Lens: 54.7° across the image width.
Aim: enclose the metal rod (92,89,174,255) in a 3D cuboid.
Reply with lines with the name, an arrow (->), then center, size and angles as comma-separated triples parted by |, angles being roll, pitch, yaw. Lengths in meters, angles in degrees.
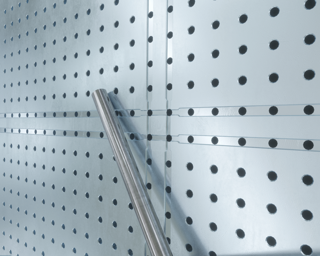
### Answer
metal rod -> -0.038, 0.068, 0.423 | 0.025, 0.025, 0.299 | -43, 59, 32
